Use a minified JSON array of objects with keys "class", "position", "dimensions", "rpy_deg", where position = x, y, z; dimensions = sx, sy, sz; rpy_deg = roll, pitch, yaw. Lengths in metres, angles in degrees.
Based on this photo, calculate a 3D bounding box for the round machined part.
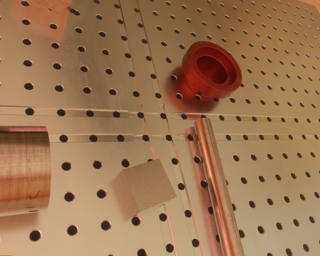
[{"class":"round machined part","position":[0.078,-0.087,0.495],"dimensions":[0.099,0.042,0.098],"rpy_deg":[14,56,-21]}]

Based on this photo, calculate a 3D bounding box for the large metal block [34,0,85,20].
[{"class":"large metal block","position":[-0.147,-0.217,0.447],"dimensions":[0.080,0.050,0.080],"rpy_deg":[29,52,-10]}]

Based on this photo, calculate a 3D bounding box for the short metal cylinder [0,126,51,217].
[{"class":"short metal cylinder","position":[-0.131,0.038,0.280],"dimensions":[0.050,0.080,0.080],"rpy_deg":[1,62,-28]}]

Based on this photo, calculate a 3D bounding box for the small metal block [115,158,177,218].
[{"class":"small metal block","position":[-0.016,0.069,0.359],"dimensions":[0.050,0.025,0.050],"rpy_deg":[-13,69,-34]}]

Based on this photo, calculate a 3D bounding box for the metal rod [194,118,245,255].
[{"class":"metal rod","position":[0.082,0.123,0.379],"dimensions":[0.025,0.025,0.299],"rpy_deg":[5,59,-26]}]
